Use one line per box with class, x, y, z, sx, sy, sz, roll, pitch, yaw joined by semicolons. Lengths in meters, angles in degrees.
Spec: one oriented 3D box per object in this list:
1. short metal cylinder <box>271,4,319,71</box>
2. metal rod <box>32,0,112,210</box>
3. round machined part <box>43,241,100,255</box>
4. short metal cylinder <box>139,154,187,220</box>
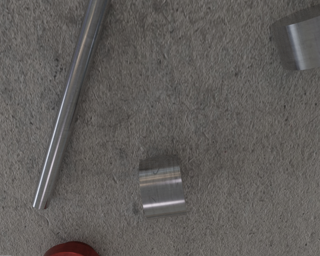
short metal cylinder;0.171;-0.104;0.344;0.080;0.080;0.050;-21;109;7
metal rod;-0.120;-0.021;0.400;0.025;0.025;0.298;20;109;-7
round machined part;-0.134;0.216;0.479;0.099;0.042;0.097;0;110;0
short metal cylinder;0.005;0.077;0.409;0.050;0.080;0.079;-9;110;3
